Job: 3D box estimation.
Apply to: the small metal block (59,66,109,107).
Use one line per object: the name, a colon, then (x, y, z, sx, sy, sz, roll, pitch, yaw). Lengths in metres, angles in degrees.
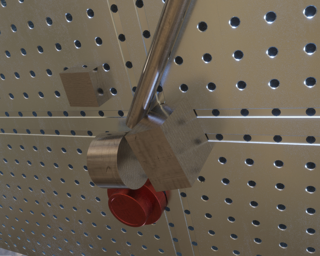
small metal block: (-0.105, -0.057, 0.429, 0.050, 0.025, 0.050, 3, 120, 26)

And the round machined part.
round machined part: (-0.043, 0.119, 0.495, 0.098, 0.042, 0.097, 13, 124, 20)

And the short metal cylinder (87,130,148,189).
short metal cylinder: (-0.055, 0.044, 0.430, 0.050, 0.080, 0.080, -5, 116, 30)

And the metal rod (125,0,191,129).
metal rod: (0.011, -0.114, 0.333, 0.025, 0.025, 0.298, 30, 128, 8)

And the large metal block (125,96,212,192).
large metal block: (0.014, 0.019, 0.379, 0.050, 0.080, 0.080, -16, 110, 34)
